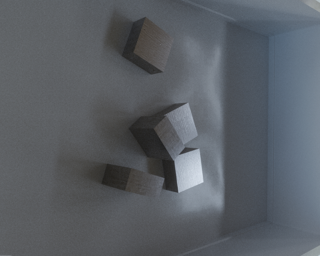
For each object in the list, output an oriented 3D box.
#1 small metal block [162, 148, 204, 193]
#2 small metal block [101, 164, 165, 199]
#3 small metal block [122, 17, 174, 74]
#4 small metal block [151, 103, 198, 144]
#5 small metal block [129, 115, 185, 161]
[{"bbox_3d":[0.032,0.058,0.436,0.050,0.025,0.050,-13,99,-40],"label":"small metal block"},{"bbox_3d":[-0.032,0.063,0.365,0.050,0.050,0.025,24,75,-38],"label":"small metal block"},{"bbox_3d":[-0.015,-0.104,0.396,0.050,0.025,0.050,27,73,-37],"label":"small metal block"},{"bbox_3d":[0.021,-0.002,0.426,0.050,0.025,0.050,-29,109,-36],"label":"small metal block"},{"bbox_3d":[-0.004,0.012,0.389,0.025,0.050,0.050,-46,118,-30],"label":"small metal block"}]
